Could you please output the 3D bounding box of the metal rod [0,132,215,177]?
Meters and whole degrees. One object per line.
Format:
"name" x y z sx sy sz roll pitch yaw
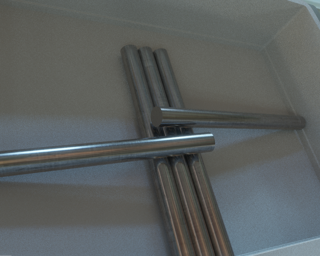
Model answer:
"metal rod" -0.076 0.028 0.326 0.303 0.025 0.025 -4 64 -24

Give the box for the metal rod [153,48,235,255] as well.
"metal rod" 0.036 0.018 0.414 0.025 0.025 0.299 -1 62 -29

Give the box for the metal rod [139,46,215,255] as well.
"metal rod" 0.014 0.018 0.402 0.025 0.025 0.299 -1 62 -29

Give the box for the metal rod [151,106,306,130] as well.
"metal rod" 0.120 -0.011 0.455 0.302 0.025 0.025 1 61 -35

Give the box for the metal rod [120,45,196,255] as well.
"metal rod" -0.008 0.019 0.390 0.025 0.025 0.299 -1 62 -29
